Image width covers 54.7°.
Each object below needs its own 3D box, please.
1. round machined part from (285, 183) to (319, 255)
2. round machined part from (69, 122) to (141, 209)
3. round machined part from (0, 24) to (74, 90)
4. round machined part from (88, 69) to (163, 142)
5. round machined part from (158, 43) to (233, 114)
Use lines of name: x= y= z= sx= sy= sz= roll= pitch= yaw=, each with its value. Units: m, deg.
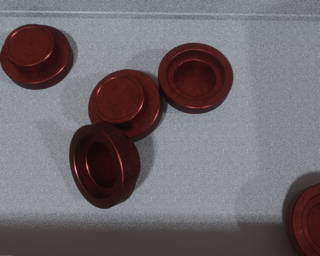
round machined part: x=0.194 y=0.115 z=0.360 sx=0.099 sy=0.042 sz=0.098 roll=0 pitch=70 yaw=0
round machined part: x=-0.061 y=0.041 z=0.366 sx=0.042 sy=0.097 sz=0.098 roll=-14 pitch=65 yaw=-48
round machined part: x=-0.177 y=-0.107 z=0.438 sx=0.099 sy=0.042 sz=0.098 roll=0 pitch=70 yaw=0
round machined part: x=-0.048 y=-0.032 z=0.401 sx=0.098 sy=0.042 sz=0.098 roll=-3 pitch=74 yaw=12
round machined part: x=0.047 y=-0.064 z=0.424 sx=0.099 sy=0.042 sz=0.098 roll=0 pitch=70 yaw=0
